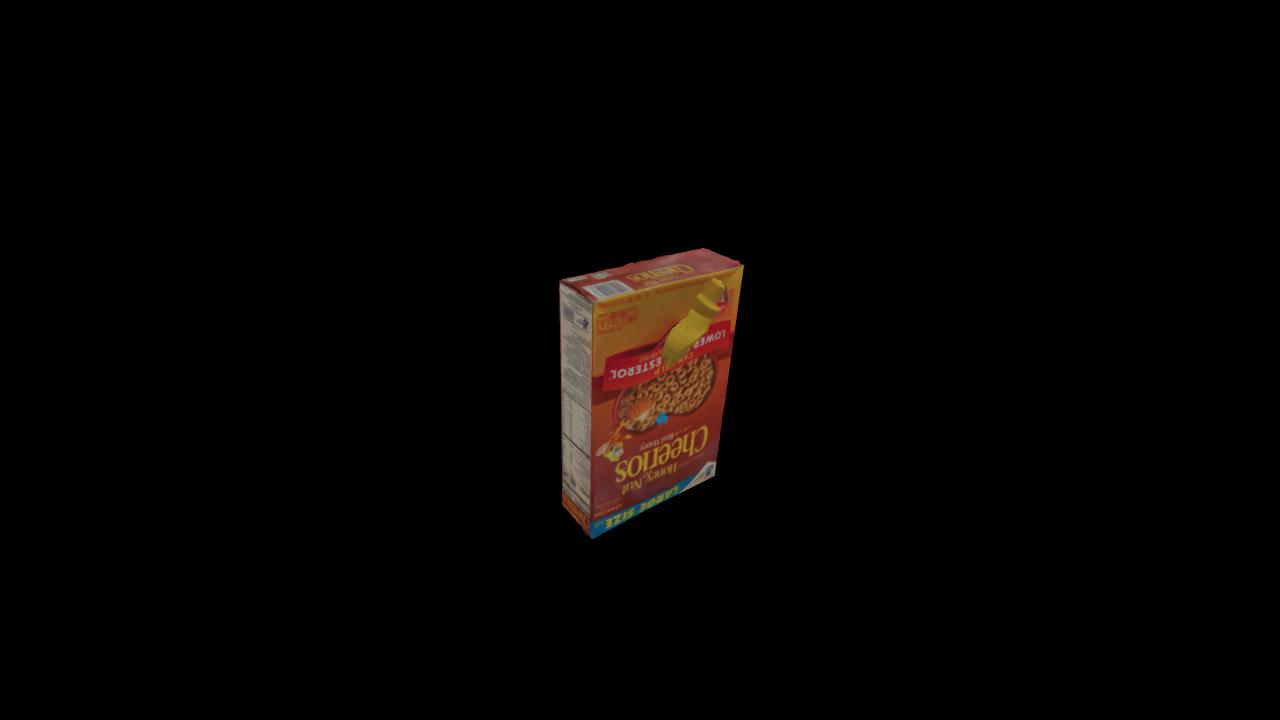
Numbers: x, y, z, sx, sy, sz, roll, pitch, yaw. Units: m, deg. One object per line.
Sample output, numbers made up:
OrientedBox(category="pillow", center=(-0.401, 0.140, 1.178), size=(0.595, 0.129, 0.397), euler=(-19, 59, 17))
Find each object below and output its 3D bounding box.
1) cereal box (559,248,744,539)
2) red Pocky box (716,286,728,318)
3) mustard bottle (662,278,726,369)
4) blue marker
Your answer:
OrientedBox(category="cereal box", center=(0.010, 0.039, 0.716), size=(0.203, 0.306, 0.081), euler=(-18, 35, -33))
OrientedBox(category="red Pocky box", center=(0.012, -0.055, 0.679), size=(0.155, 0.028, 0.083), euler=(2, -26, -10))
OrientedBox(category="mustard bottle", center=(0.029, -0.021, 0.685), size=(0.054, 0.184, 0.092), euler=(40, 26, -6))
OrientedBox(category="blue marker", center=(-0.025, 0.043, 0.686), size=(0.121, 0.020, 0.020), euler=(23, -2, -5))
